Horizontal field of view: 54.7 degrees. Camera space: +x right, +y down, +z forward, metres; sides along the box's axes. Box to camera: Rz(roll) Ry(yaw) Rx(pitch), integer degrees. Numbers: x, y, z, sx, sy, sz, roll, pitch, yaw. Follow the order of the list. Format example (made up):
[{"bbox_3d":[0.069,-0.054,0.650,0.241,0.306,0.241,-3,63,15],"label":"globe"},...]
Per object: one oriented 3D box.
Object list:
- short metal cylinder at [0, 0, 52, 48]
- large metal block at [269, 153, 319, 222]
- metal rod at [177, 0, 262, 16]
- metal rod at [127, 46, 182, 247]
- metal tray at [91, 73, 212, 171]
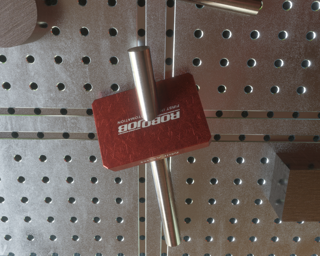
[{"bbox_3d":[-0.170,-0.134,0.348,0.081,0.050,0.079,0,110,-1],"label":"short metal cylinder"},{"bbox_3d":[0.206,0.082,0.433,0.081,0.050,0.079,0,110,-1],"label":"large metal block"},{"bbox_3d":[-0.034,-0.170,0.350,0.302,0.025,0.025,10,110,-4],"label":"metal rod"},{"bbox_3d":[-0.001,0.043,0.409,0.025,0.025,0.298,-8,118,3],"label":"metal rod"},{"bbox_3d":[-0.011,-0.006,0.383,0.131,0.030,0.090,-16,73,5],"label":"metal tray"}]
